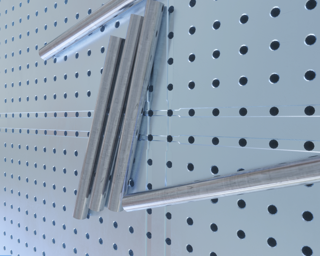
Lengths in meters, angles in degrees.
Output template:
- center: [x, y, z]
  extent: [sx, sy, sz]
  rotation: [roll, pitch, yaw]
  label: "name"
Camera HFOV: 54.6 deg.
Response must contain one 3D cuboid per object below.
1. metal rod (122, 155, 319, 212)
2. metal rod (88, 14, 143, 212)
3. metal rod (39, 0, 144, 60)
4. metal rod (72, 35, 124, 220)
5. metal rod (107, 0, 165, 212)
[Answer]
- center: [0.065, 0.068, 0.356]
  extent: [0.299, 0.025, 0.025]
  rotation: [-20, 77, 38]
  label: "metal rod"
- center: [-0.065, -0.015, 0.464]
  extent: [0.025, 0.025, 0.298]
  rotation: [24, 105, 37]
  label: "metal rod"
- center: [-0.108, -0.171, 0.499]
  extent: [0.299, 0.025, 0.025]
  rotation: [-15, 81, 39]
  label: "metal rod"
- center: [-0.099, 0.006, 0.492]
  extent: [0.025, 0.025, 0.298]
  rotation: [24, 105, 37]
  label: "metal rod"
- center: [-0.036, -0.024, 0.440]
  extent: [0.025, 0.025, 0.298]
  rotation: [20, 103, 38]
  label: "metal rod"
